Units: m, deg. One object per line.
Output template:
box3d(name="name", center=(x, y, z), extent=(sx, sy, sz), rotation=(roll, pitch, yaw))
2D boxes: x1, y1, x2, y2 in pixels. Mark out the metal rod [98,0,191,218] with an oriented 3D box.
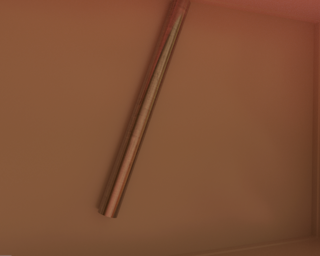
box3d(name="metal rod", center=(-0.018, -0.032, 0.404), extent=(0.025, 0.025, 0.299), rotation=(21, 83, -19))
